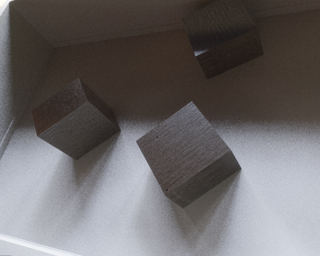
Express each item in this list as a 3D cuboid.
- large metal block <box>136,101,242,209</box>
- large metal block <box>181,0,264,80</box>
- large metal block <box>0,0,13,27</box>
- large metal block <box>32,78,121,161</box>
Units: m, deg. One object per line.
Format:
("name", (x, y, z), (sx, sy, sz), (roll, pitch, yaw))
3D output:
("large metal block", (0.031, 0.030, 0.354), (0.080, 0.050, 0.080), (-36, 51, 4))
("large metal block", (0.084, -0.125, 0.422), (0.080, 0.050, 0.080), (-23, 54, 14))
("large metal block", (-0.441, -0.299, 0.802), (0.080, 0.050, 0.080), (-11, 57, 21))
("large metal block", (-0.116, -0.010, 0.435), (0.080, 0.080, 0.050), (-34, 52, 5))
